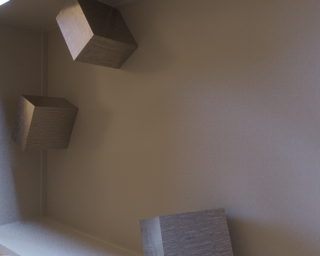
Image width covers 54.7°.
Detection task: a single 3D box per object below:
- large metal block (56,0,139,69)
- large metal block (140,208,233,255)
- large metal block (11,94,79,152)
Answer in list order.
[{"bbox_3d":[-0.090,-0.137,0.445,0.050,0.081,0.080,-40,66,33],"label":"large metal block"},{"bbox_3d":[0.029,0.133,0.331,0.050,0.081,0.080,-38,56,57],"label":"large metal block"},{"bbox_3d":[-0.199,-0.009,0.535,0.050,0.081,0.079,32,110,35],"label":"large metal block"}]
